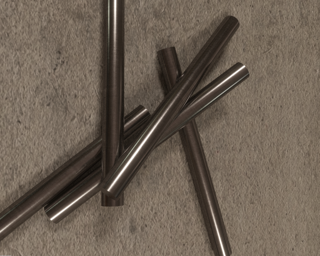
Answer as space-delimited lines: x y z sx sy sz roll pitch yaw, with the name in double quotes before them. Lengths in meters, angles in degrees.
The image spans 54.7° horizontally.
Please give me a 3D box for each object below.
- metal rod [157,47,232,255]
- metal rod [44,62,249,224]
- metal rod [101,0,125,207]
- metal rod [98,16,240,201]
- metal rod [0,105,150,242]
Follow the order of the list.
"metal rod" 0.049 0.038 0.428 0.025 0.025 0.298 -18 96 -19
"metal rod" -0.009 0.013 0.387 0.301 0.025 0.025 -37 103 -9
"metal rod" -0.055 -0.061 0.367 0.025 0.025 0.298 2 81 -20
"metal rod" 0.025 -0.042 0.383 0.025 0.025 0.301 43 63 -15
"metal rod" -0.130 0.072 0.361 0.301 0.025 0.025 -39 103 -16
